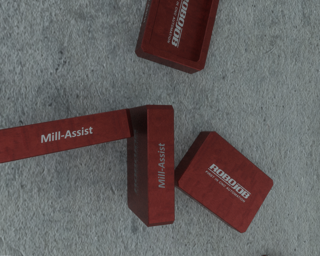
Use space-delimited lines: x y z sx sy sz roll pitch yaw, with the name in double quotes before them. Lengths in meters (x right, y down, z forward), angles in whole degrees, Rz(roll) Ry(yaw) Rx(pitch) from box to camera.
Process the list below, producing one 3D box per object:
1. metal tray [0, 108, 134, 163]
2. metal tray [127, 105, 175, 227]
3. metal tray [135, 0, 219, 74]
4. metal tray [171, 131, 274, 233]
"metal tray" -0.103 0.006 0.336 0.131 0.090 0.030 -11 94 -20
"metal tray" -0.014 0.040 0.369 0.030 0.090 0.129 -1 90 -20
"metal tray" 0.026 -0.148 0.415 0.091 0.030 0.129 15 85 -20
"metal tray" 0.089 0.076 0.439 0.130 0.030 0.090 39 78 -16
